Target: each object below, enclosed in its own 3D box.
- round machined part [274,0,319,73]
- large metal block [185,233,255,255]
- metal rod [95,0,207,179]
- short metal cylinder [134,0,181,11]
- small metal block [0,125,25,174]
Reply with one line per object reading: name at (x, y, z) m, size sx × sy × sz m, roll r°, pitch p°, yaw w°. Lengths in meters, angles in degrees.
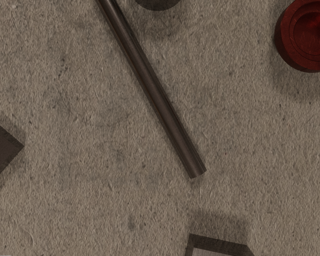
round machined part at (0.198, -0.120, 0.404) m, size 0.099 × 0.042 × 0.097 m, roll 0°, pitch 90°, yaw -1°
large metal block at (0.071, 0.191, 0.399) m, size 0.080 × 0.050 × 0.080 m, roll 12°, pitch 90°, yaw -1°
metal rod at (-0.020, -0.071, 0.409) m, size 0.025 × 0.025 × 0.299 m, roll -28°, pitch 90°, yaw 0°
short metal cylinder at (-0.003, -0.199, 0.397) m, size 0.081 × 0.050 × 0.079 m, roll 0°, pitch 90°, yaw -1°
small metal block at (-0.219, 0.027, 0.407) m, size 0.050 × 0.025 × 0.050 m, roll 41°, pitch 90°, yaw -1°
